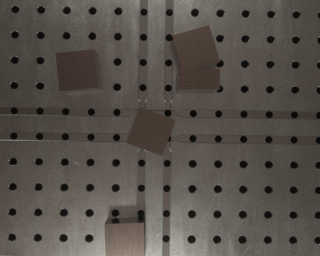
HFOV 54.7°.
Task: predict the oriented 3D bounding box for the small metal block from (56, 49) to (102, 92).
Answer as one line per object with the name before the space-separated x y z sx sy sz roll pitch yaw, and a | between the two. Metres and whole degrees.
small metal block | -0.107 -0.075 0.412 0.050 0.025 0.050 -6 90 -1

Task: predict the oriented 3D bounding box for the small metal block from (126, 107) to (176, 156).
small metal block | -0.012 0.004 0.413 0.050 0.025 0.050 20 90 -1

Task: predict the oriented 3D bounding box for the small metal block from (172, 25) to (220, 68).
small metal block | 0.047 -0.103 0.414 0.050 0.025 0.050 -16 90 -1

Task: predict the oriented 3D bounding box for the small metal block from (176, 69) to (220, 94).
small metal block | 0.048 -0.060 0.402 0.050 0.050 0.025 -1 90 -1

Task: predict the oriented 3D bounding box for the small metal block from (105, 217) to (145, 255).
small metal block | -0.046 0.148 0.413 0.050 0.025 0.050 -2 90 -1
